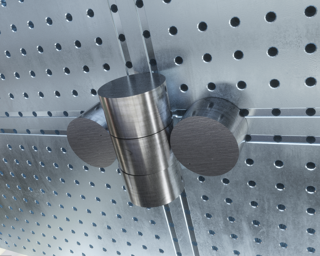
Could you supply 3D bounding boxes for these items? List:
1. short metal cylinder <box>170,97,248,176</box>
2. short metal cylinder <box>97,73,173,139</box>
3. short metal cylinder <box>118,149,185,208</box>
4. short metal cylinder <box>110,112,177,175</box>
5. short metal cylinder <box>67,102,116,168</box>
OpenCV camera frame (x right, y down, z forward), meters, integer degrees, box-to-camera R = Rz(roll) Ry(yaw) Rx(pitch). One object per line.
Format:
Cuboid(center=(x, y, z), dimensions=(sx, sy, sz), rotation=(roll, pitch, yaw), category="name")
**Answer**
Cuboid(center=(0.059, 0.010, 0.368), dimensions=(0.080, 0.050, 0.079), rotation=(13, 124, 20), category="short metal cylinder")
Cuboid(center=(-0.028, -0.029, 0.370), dimensions=(0.080, 0.080, 0.050), rotation=(3, 120, 26), category="short metal cylinder")
Cuboid(center=(-0.010, 0.061, 0.417), dimensions=(0.080, 0.080, 0.050), rotation=(1, 119, 27), category="short metal cylinder")
Cuboid(center=(-0.019, 0.016, 0.393), dimensions=(0.080, 0.080, 0.050), rotation=(2, 119, 27), category="short metal cylinder")
Cuboid(center=(-0.084, 0.010, 0.442), dimensions=(0.080, 0.050, 0.079), rotation=(13, 124, 20), category="short metal cylinder")
